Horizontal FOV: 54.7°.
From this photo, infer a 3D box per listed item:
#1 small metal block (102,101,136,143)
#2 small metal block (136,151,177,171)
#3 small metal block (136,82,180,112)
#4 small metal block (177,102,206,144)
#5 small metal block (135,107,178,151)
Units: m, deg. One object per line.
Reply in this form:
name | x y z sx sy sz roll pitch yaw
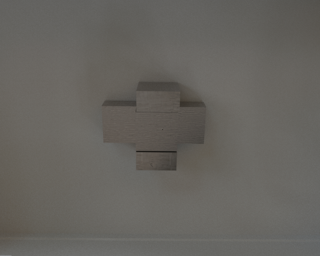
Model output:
small metal block | -0.048 -0.008 0.405 0.050 0.025 0.050 1 110 -1
small metal block | -0.005 0.033 0.406 0.050 0.050 0.025 1 110 -1
small metal block | -0.002 -0.039 0.381 0.050 0.050 0.025 1 110 -1
small metal block | 0.032 -0.007 0.407 0.050 0.025 0.050 1 110 -1
small metal block | -0.004 0.001 0.382 0.050 0.025 0.050 1 110 -1
